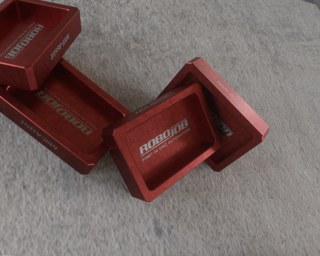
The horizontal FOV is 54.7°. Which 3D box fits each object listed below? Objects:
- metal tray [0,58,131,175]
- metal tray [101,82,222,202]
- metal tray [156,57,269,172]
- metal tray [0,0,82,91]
[{"bbox_3d":[-0.107,-0.020,0.356,0.130,0.030,0.090,39,51,-3],"label":"metal tray"},{"bbox_3d":[0.008,0.013,0.363,0.131,0.030,0.090,-32,107,-30],"label":"metal tray"},{"bbox_3d":[0.063,-0.015,0.404,0.130,0.090,0.030,47,40,4],"label":"metal tray"},{"bbox_3d":[-0.156,-0.102,0.350,0.090,0.030,0.130,12,47,4],"label":"metal tray"}]
